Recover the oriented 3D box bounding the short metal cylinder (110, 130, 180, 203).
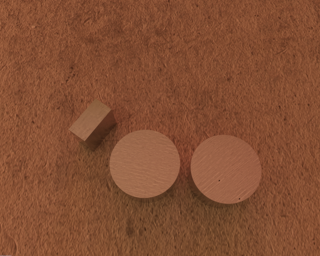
[{"bbox_3d":[-0.017,0.048,0.377,0.081,0.050,0.080,0,70,0],"label":"short metal cylinder"}]

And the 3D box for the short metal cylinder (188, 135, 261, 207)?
[{"bbox_3d":[0.075,0.054,0.376,0.081,0.050,0.080,0,70,0],"label":"short metal cylinder"}]

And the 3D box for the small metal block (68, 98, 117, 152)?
[{"bbox_3d":[-0.084,-0.002,0.395,0.025,0.050,0.050,34,74,11],"label":"small metal block"}]
